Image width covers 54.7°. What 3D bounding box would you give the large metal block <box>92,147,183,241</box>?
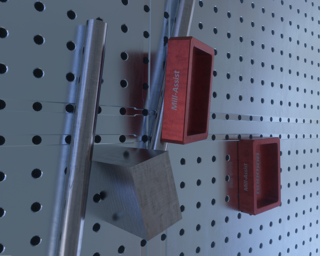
[{"bbox_3d":[-0.028,0.069,0.352,0.050,0.080,0.079,-20,103,-39],"label":"large metal block"}]

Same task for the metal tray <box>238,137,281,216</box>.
[{"bbox_3d":[0.182,0.083,0.561,0.091,0.030,0.129,-3,92,-40],"label":"metal tray"}]

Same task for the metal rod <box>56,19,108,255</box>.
[{"bbox_3d":[-0.086,0.030,0.337,0.025,0.025,0.298,10,84,-40],"label":"metal rod"}]

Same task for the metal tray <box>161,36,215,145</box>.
[{"bbox_3d":[0.040,-0.047,0.411,0.090,0.030,0.129,-6,101,-62],"label":"metal tray"}]

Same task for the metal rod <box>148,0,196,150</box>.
[{"bbox_3d":[0.019,-0.082,0.426,0.025,0.025,0.299,18,78,-39],"label":"metal rod"}]
